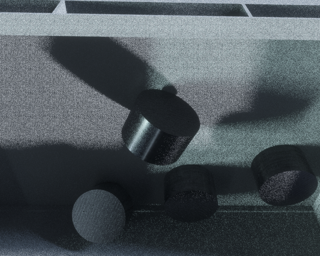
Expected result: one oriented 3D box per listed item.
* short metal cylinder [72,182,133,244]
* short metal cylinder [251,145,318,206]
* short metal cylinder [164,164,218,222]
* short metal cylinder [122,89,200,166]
[{"bbox_3d":[-0.086,0.128,0.475,0.080,0.050,0.079,0,92,7],"label":"short metal cylinder"},{"bbox_3d":[0.181,0.070,0.456,0.081,0.050,0.079,0,130,0],"label":"short metal cylinder"},{"bbox_3d":[0.046,0.102,0.480,0.081,0.050,0.079,0,130,0],"label":"short metal cylinder"},{"bbox_3d":[0.001,-0.002,0.372,0.081,0.080,0.050,19,128,-16],"label":"short metal cylinder"}]
